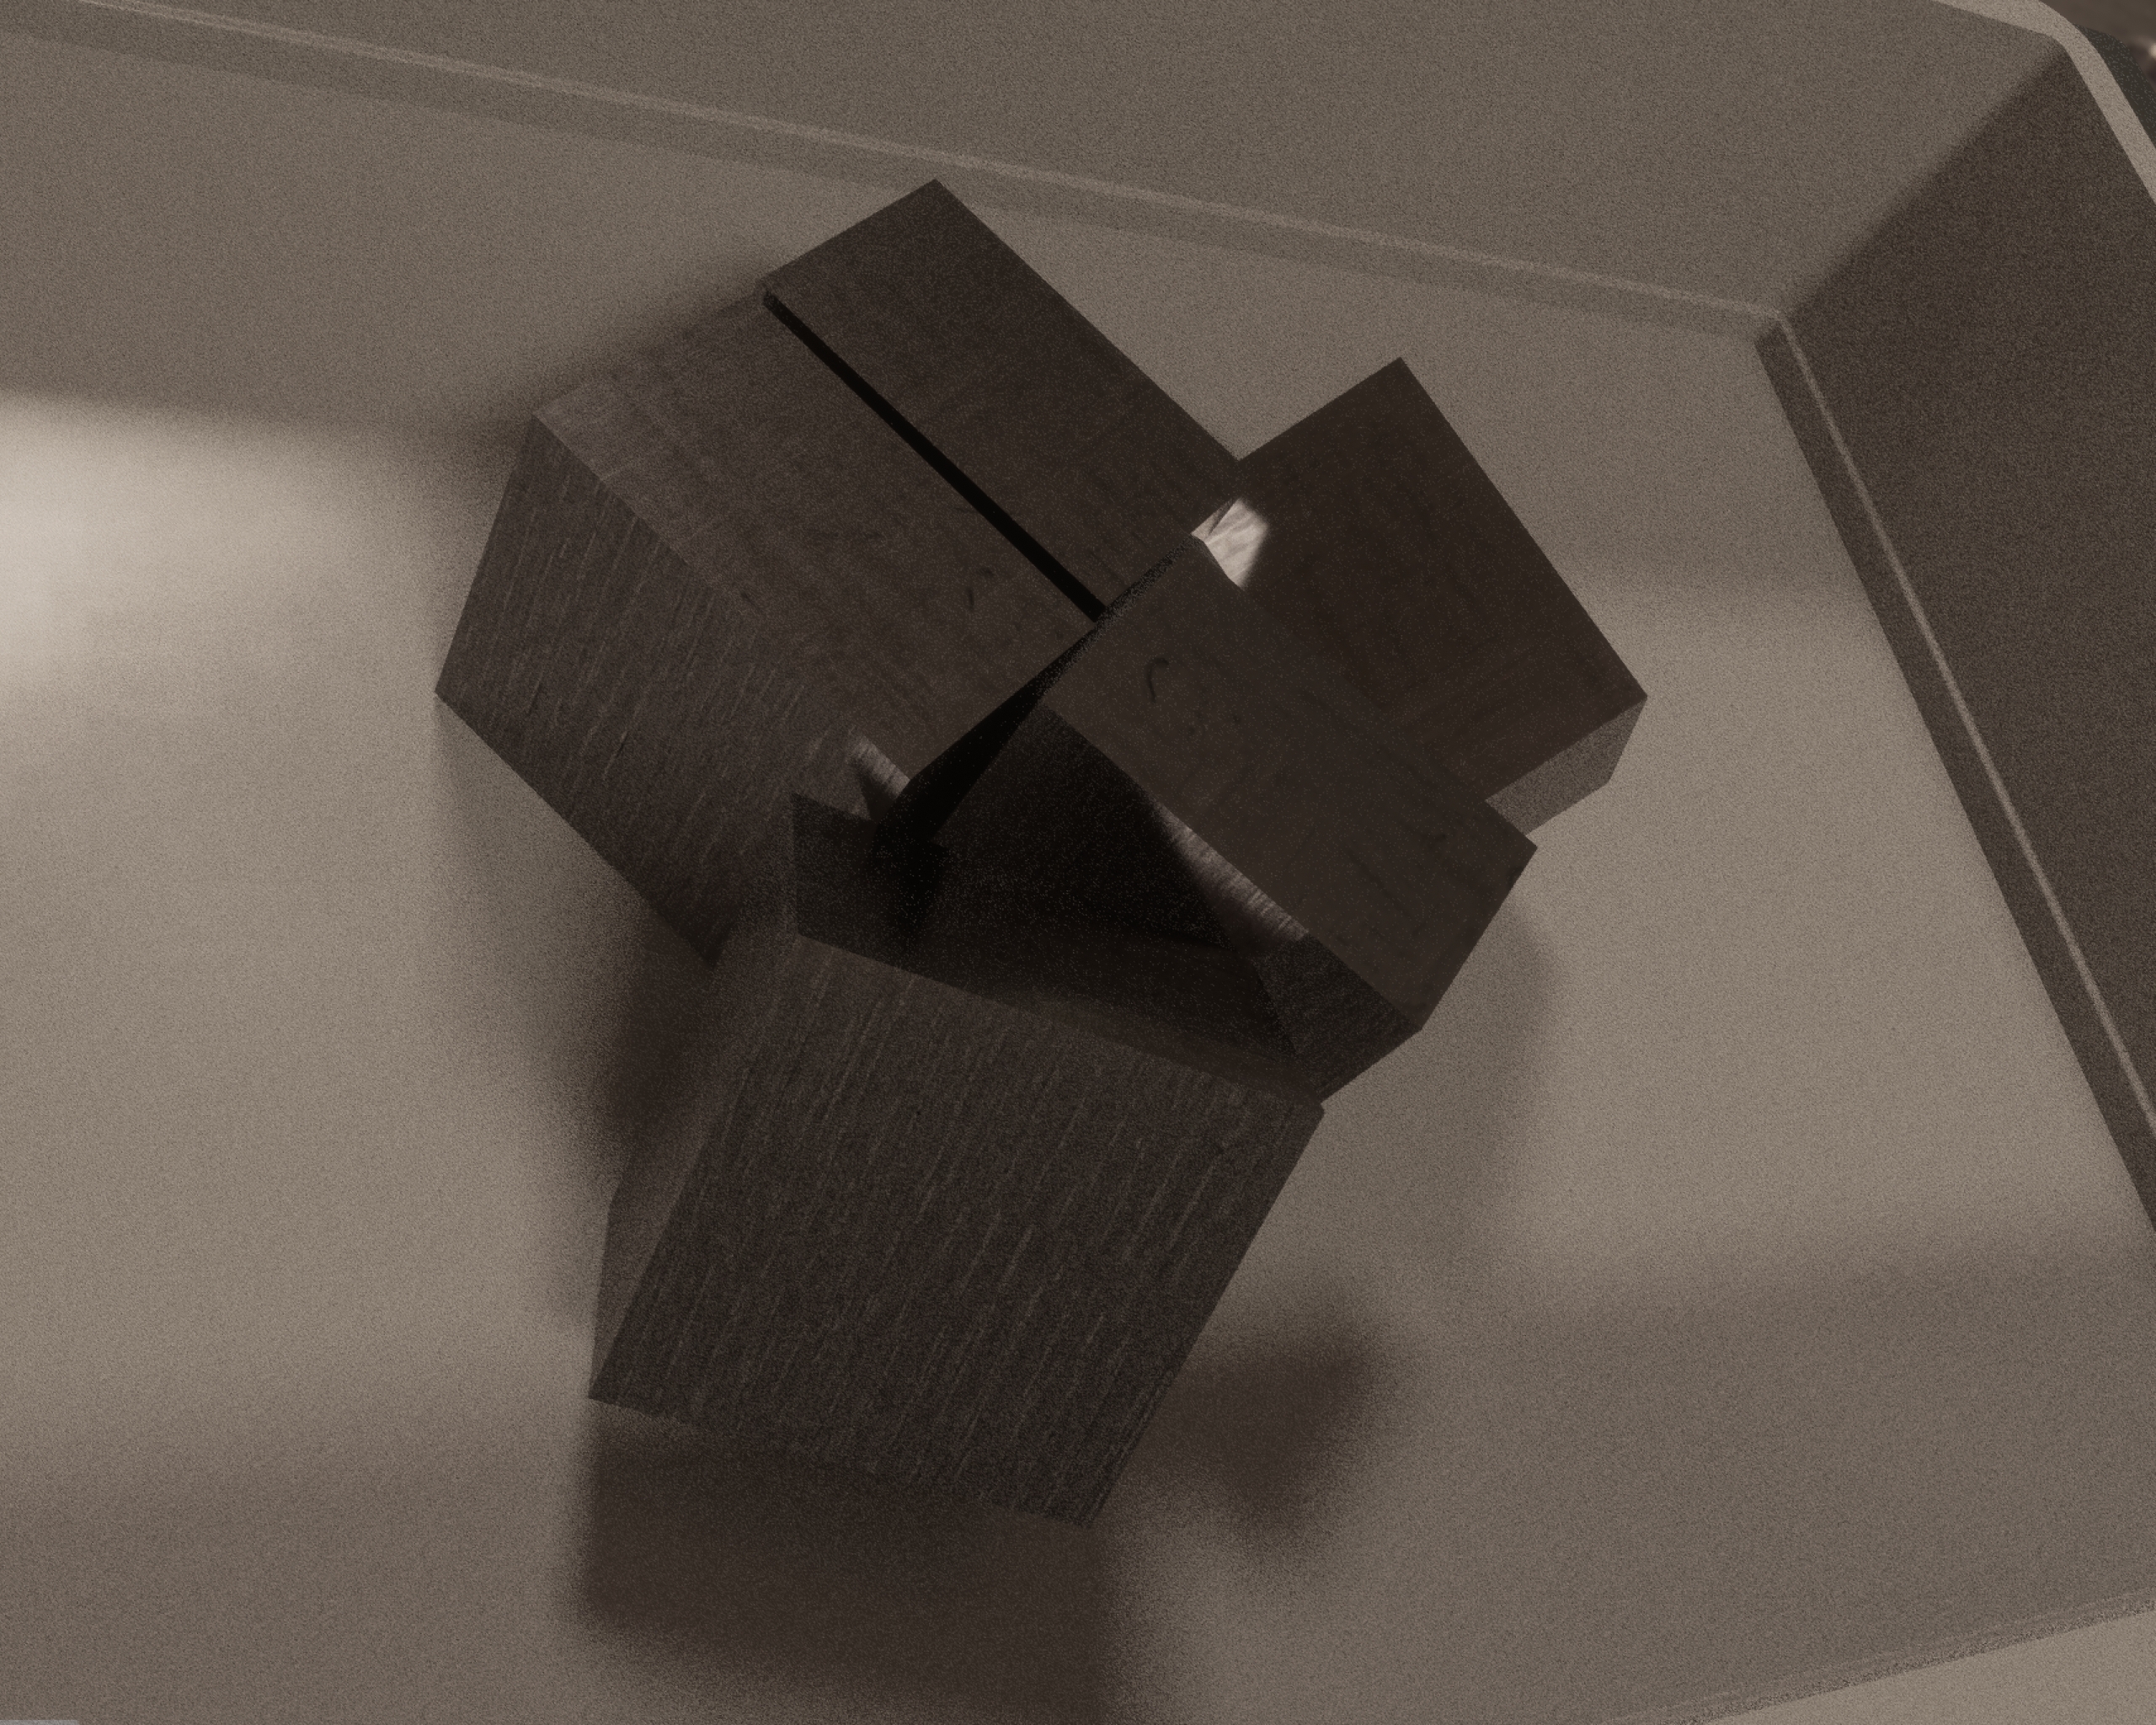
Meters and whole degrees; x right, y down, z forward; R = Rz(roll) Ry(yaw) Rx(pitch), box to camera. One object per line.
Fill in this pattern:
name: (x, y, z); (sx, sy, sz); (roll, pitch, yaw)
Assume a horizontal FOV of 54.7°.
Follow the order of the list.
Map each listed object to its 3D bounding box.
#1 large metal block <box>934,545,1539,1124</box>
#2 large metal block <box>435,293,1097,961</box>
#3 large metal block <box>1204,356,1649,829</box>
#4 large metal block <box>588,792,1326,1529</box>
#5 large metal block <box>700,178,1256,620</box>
large metal block: (0.020, 0.004, 0.378); (0.080, 0.080, 0.050); (41, 51, -1)
large metal block: (-0.057, -0.035, 0.361); (0.080, 0.080, 0.050); (44, 51, 2)
large metal block: (0.067, -0.043, 0.424); (0.050, 0.080, 0.080); (-33, 77, 3)
large metal block: (-0.021, 0.046, 0.322); (0.080, 0.079, 0.050); (20, 19, -17)
large metal block: (-0.027, -0.065, 0.394); (0.080, 0.080, 0.050); (44, 51, 1)
